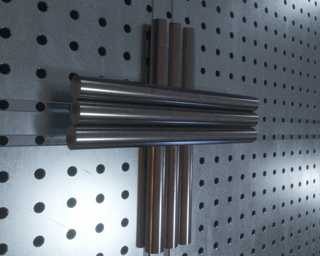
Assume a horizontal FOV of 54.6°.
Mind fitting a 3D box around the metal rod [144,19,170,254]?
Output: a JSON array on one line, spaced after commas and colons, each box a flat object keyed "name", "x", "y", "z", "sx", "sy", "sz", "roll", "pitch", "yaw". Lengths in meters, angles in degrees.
[{"name": "metal rod", "x": -0.004, "y": 0.010, "z": 0.405, "sx": 0.025, "sy": 0.025, "sz": 0.298, "roll": 2, "pitch": 89, "yaw": -40}]

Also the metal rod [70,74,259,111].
[{"name": "metal rod", "x": 0.033, "y": -0.040, "z": 0.403, "sx": 0.302, "sy": 0.025, "sz": 0.025, "roll": 1, "pitch": 90, "yaw": -40}]

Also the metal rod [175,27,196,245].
[{"name": "metal rod", "x": 0.035, "y": 0.010, "z": 0.437, "sx": 0.025, "sy": 0.025, "sz": 0.298, "roll": 2, "pitch": 89, "yaw": -40}]

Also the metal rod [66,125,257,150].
[{"name": "metal rod", "x": 0.029, "y": 0.010, "z": 0.400, "sx": 0.302, "sy": 0.025, "sz": 0.025, "roll": 1, "pitch": 90, "yaw": -40}]

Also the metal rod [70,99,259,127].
[{"name": "metal rod", "x": 0.032, "y": -0.015, "z": 0.402, "sx": 0.302, "sy": 0.025, "sz": 0.025, "roll": 1, "pitch": 90, "yaw": -40}]

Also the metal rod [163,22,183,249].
[{"name": "metal rod", "x": 0.015, "y": 0.009, "z": 0.421, "sx": 0.025, "sy": 0.025, "sz": 0.298, "roll": 2, "pitch": 89, "yaw": -40}]
